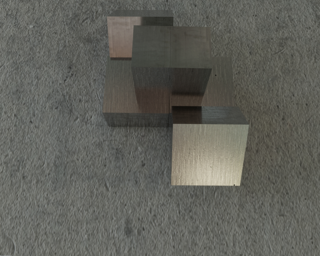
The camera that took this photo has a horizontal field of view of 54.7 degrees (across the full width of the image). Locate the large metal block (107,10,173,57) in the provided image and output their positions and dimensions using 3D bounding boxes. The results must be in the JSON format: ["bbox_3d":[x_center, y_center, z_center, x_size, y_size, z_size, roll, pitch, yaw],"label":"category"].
[{"bbox_3d":[-0.024,-0.130,0.421,0.081,0.050,0.080,0,26,0],"label":"large metal block"}]

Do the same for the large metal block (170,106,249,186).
[{"bbox_3d":[0.054,0.021,0.367,0.081,0.079,0.050,1,26,-1],"label":"large metal block"}]

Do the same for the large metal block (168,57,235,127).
[{"bbox_3d":[0.052,-0.047,0.412,0.081,0.050,0.080,1,70,0],"label":"large metal block"}]

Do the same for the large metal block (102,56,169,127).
[{"bbox_3d":[-0.029,-0.047,0.411,0.081,0.050,0.080,1,70,0],"label":"large metal block"}]

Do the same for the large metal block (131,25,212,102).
[{"bbox_3d":[0.012,-0.070,0.353,0.081,0.080,0.050,1,70,0],"label":"large metal block"}]
